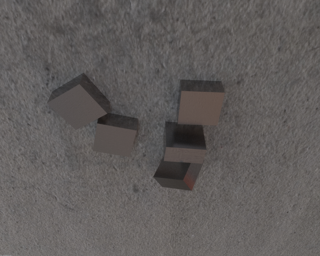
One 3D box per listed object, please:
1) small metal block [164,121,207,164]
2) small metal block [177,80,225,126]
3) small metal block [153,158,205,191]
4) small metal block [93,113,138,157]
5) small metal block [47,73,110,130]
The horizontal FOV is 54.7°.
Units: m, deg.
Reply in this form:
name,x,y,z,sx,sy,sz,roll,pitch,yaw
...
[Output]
name,x,y,z,sx,sy,sz,roll,pitch,yaw
small metal block,0.031,0.019,0.407,0.050,0.050,0.025,5,130,-5
small metal block,0.048,-0.031,0.382,0.050,0.025,0.050,2,130,-2
small metal block,0.026,0.056,0.427,0.050,0.050,0.025,-1,138,39
small metal block,-0.060,0.009,0.414,0.050,0.025,0.050,11,129,-10
small metal block,-0.098,-0.031,0.379,0.050,0.025,0.050,-26,126,20
